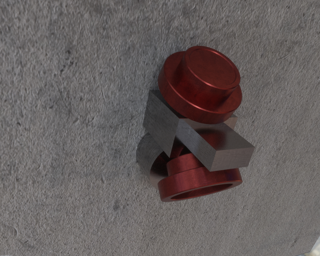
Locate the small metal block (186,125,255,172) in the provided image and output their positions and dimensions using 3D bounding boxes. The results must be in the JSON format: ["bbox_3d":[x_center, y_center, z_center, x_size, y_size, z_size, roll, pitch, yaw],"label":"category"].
[{"bbox_3d":[0.064,0.020,0.337,0.050,0.050,0.025,-3,119,-27],"label":"small metal block"}]

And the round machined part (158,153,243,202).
[{"bbox_3d":[0.045,0.057,0.373,0.099,0.042,0.098,-11,161,-4],"label":"round machined part"}]

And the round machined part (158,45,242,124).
[{"bbox_3d":[0.051,-0.055,0.351,0.099,0.098,0.042,-2,145,-28],"label":"round machined part"}]

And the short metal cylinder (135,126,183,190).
[{"bbox_3d":[0.013,0.041,0.427,0.081,0.050,0.079,-14,125,-21],"label":"short metal cylinder"}]

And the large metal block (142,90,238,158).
[{"bbox_3d":[0.034,-0.008,0.387,0.081,0.080,0.050,-2,120,-28],"label":"large metal block"}]
